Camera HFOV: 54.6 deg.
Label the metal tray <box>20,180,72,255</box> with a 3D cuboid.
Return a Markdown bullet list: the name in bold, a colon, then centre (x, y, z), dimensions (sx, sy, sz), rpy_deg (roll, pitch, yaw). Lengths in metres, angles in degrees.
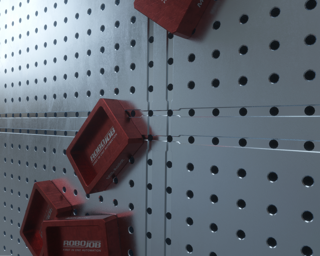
- **metal tray**: centre (-0.220, 0.177, 0.589), dimensions (0.090, 0.030, 0.129), rpy_deg (36, 112, 34)

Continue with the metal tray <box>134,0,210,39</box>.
- **metal tray**: centre (0.029, -0.190, 0.383), dimensions (0.090, 0.030, 0.129), rpy_deg (44, 116, 31)

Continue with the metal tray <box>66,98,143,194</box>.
- **metal tray**: centre (-0.091, 0.029, 0.482), dimensions (0.129, 0.030, 0.090), rpy_deg (-50, 61, 28)

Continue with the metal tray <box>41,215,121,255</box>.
- **metal tray**: centre (-0.126, 0.188, 0.491), dimensions (0.130, 0.030, 0.090), rpy_deg (-10, 84, 25)
